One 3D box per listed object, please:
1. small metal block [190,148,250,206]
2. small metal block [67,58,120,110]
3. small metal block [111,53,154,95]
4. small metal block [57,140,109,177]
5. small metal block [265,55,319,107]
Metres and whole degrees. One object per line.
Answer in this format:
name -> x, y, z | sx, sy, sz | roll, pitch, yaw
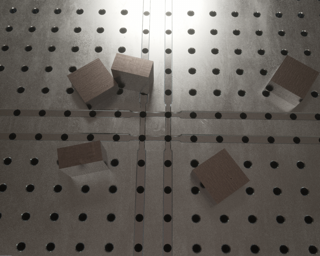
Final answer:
small metal block -> 0.075, 0.062, 0.390 | 0.050, 0.025, 0.050 | -32, 74, -12
small metal block -> -0.092, -0.062, 0.433 | 0.050, 0.025, 0.050 | -33, 74, -11
small metal block -> -0.036, -0.073, 0.425 | 0.050, 0.050, 0.025 | 13, 70, 4
small metal block -> -0.093, 0.039, 0.383 | 0.050, 0.050, 0.025 | -11, 71, -4
small metal block -> 0.186, -0.067, 0.439 | 0.050, 0.025, 0.050 | 34, 73, 11
